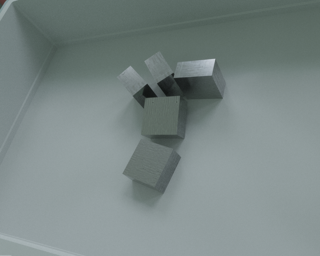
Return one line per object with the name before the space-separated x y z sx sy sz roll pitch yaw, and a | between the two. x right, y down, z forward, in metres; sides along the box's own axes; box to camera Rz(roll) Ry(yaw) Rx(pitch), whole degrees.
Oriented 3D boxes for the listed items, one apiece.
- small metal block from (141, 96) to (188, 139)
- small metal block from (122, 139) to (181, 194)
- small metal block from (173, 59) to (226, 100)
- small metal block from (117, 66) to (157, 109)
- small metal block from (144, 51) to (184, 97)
small metal block | 0.006 -0.013 0.403 0.050 0.025 0.050 -1 76 27
small metal block | -0.010 0.046 0.383 0.050 0.025 0.050 16 70 34
small metal block | 0.052 -0.061 0.400 0.050 0.050 0.025 1 63 29
small metal block | -0.028 -0.053 0.437 0.025 0.050 0.050 -41 51 1
small metal block | 0.008 -0.069 0.428 0.025 0.050 0.050 -33 52 7
